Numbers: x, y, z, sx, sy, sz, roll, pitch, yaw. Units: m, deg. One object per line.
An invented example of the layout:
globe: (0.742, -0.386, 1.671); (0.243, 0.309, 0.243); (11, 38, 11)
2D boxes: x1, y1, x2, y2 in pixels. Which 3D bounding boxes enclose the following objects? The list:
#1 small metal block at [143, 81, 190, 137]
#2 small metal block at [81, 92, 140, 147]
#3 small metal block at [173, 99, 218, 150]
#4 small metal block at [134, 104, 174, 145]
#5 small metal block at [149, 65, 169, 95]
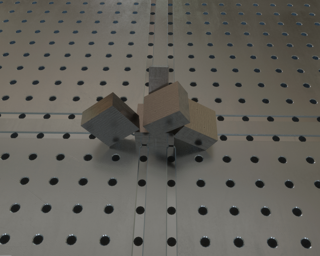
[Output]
small metal block: (0.007, -0.023, 0.380); (0.050, 0.025, 0.050); (-23, 45, 24)
small metal block: (-0.061, -0.009, 0.386); (0.050, 0.050, 0.025); (-30, 41, 21)
small metal block: (0.045, -0.006, 0.399); (0.050, 0.025, 0.050); (23, 46, -21)
small metal block: (-0.006, -0.005, 0.413); (0.050, 0.025, 0.050); (2, 50, 2)
small metal block: (-0.001, -0.061, 0.429); (0.025, 0.050, 0.050); (2, 14, 2)
